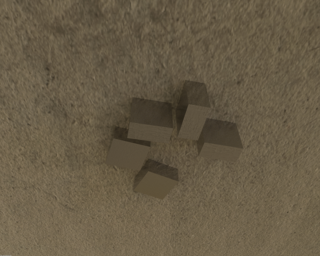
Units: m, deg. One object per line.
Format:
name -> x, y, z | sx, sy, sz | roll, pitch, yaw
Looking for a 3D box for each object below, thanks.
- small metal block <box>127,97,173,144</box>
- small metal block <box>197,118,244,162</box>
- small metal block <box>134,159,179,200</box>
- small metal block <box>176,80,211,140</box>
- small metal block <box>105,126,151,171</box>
small metal block -> -0.012, -0.010, 0.382 | 0.050, 0.050, 0.025 | 8, 130, -8
small metal block -> 0.076, 0.015, 0.404 | 0.050, 0.050, 0.025 | 9, 129, -8
small metal block -> -0.006, 0.079, 0.475 | 0.050, 0.025, 0.050 | 22, 127, -18
small metal block -> 0.038, -0.022, 0.373 | 0.025, 0.050, 0.050 | 9, 130, -8
small metal block -> -0.045, 0.029, 0.432 | 0.050, 0.025, 0.050 | 14, 129, -12
